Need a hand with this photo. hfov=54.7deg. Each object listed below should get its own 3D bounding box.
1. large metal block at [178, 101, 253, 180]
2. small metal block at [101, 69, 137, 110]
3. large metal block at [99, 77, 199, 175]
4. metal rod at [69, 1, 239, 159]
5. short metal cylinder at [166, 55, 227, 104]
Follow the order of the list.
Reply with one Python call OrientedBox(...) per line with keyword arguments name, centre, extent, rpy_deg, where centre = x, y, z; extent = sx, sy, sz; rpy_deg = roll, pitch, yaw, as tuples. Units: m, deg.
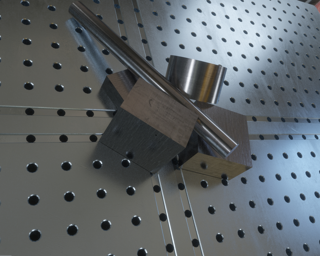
OrientedBox(name="large metal block", centre=(0.073, 0.018, 0.422), extent=(0.081, 0.050, 0.080), rpy_deg=(16, 55, -19))
OrientedBox(name="small metal block", centre=(-0.042, -0.051, 0.418), extent=(0.050, 0.025, 0.050), rpy_deg=(-27, 77, -37))
OrientedBox(name="large metal block", centre=(-0.015, 0.001, 0.365), extent=(0.080, 0.080, 0.050), rpy_deg=(32, 51, -8))
OrientedBox(name="metal rod", centre=(-0.019, -0.073, 0.405), extent=(0.300, 0.025, 0.025), rpy_deg=(44, 50, 17))
OrientedBox(name="short metal cylinder", centre=(0.048, -0.068, 0.433), extent=(0.081, 0.080, 0.050), rpy_deg=(8, 102, -24))
